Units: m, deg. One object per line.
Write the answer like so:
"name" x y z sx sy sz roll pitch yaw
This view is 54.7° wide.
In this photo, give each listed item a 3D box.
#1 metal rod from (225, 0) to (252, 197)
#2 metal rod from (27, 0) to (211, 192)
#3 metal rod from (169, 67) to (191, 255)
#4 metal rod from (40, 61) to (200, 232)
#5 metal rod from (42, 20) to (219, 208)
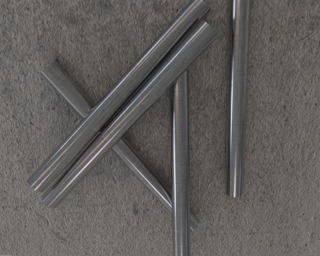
"metal rod" 0.098 -0.047 0.393 0.025 0.025 0.298 -3 110 1
"metal rod" -0.054 -0.036 0.374 0.025 0.025 0.300 42 97 -14
"metal rod" 0.028 0.070 0.415 0.025 0.025 0.298 -2 103 0
"metal rod" -0.044 0.035 0.422 0.025 0.025 0.300 -37 106 12
"metal rod" -0.045 -0.007 0.379 0.025 0.025 0.299 41 104 -14
